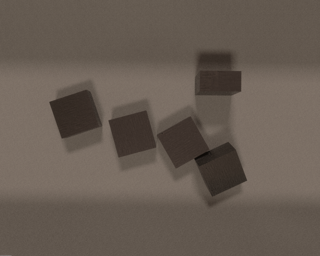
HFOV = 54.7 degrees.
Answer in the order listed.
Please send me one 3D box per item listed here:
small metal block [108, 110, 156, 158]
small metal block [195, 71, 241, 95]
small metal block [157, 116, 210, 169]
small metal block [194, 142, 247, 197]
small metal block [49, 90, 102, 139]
[{"bbox_3d":[-0.036,0.008,0.411,0.050,0.025,0.050,-15,90,-1],"label":"small metal block"},{"bbox_3d":[0.073,-0.057,0.400,0.050,0.050,0.025,0,90,-1],"label":"small metal block"},{"bbox_3d":[0.030,0.019,0.412,0.050,0.025,0.050,-29,90,-1],"label":"small metal block"},{"bbox_3d":[0.079,0.054,0.404,0.050,0.025,0.050,-25,113,0],"label":"small metal block"},{"bbox_3d":[-0.110,-0.018,0.410,0.050,0.025,0.050,-19,90,-1],"label":"small metal block"}]
